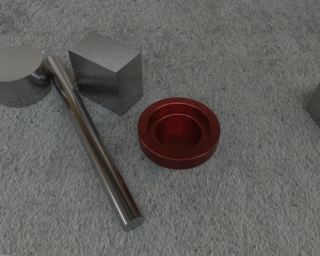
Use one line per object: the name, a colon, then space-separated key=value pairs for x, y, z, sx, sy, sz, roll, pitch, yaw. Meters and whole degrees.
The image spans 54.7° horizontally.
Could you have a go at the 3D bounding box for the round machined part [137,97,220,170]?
round machined part: x=0.022 y=0.011 z=0.384 sx=0.099 sy=0.042 sz=0.098 roll=0 pitch=50 yaw=0

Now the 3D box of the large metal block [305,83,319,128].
large metal block: x=0.258 y=-0.021 z=0.408 sx=0.081 sy=0.050 sz=0.080 roll=-11 pitch=51 yaw=-10

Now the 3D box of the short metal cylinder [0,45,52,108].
short metal cylinder: x=-0.204 y=-0.075 z=0.447 sx=0.081 sy=0.050 sz=0.080 roll=0 pitch=50 yaw=0

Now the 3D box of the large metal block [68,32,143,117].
large metal block: x=-0.072 y=-0.074 z=0.429 sx=0.080 sy=0.080 sz=0.050 roll=28 pitch=55 yaw=21

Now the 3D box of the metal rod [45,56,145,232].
metal rod: x=-0.098 y=-0.002 z=0.403 sx=0.025 sy=0.025 sz=0.300 roll=-22 pitch=54 yaw=-18
